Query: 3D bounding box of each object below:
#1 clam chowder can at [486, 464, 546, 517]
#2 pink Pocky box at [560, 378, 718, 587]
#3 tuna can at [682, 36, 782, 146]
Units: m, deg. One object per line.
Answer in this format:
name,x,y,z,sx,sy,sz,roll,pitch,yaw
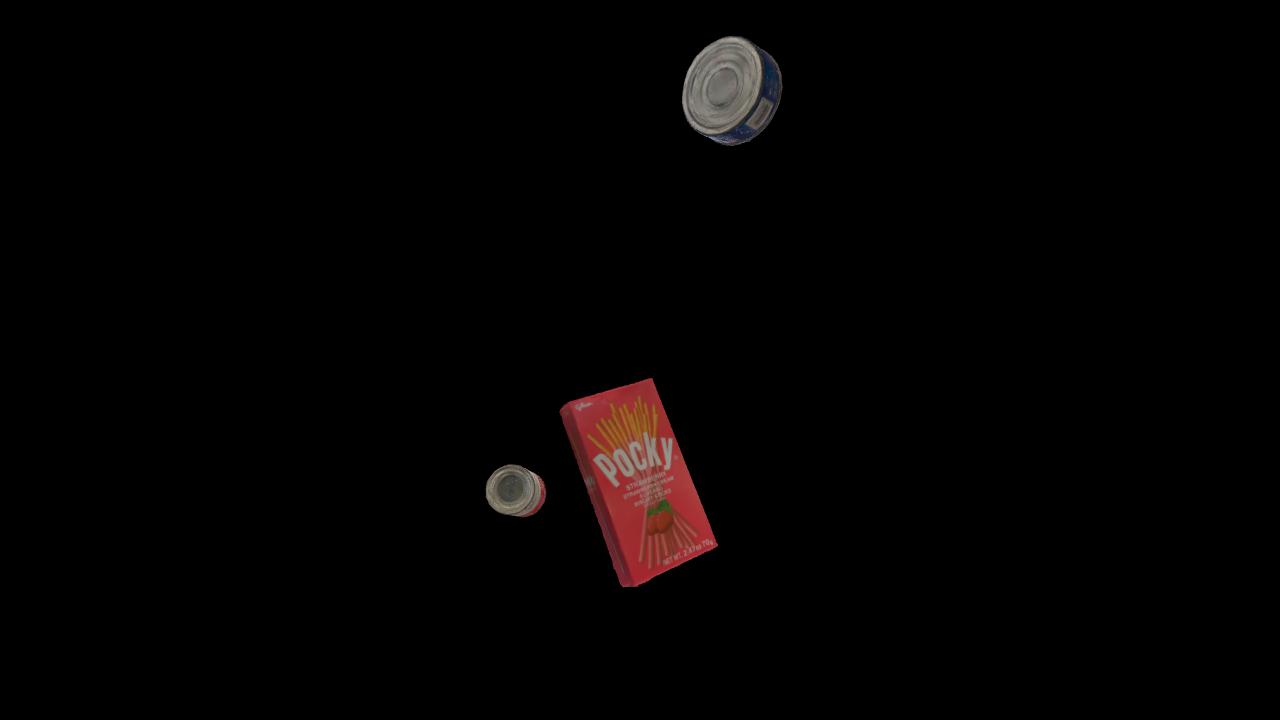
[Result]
clam chowder can,-0.171,0.184,0.857,0.068,0.068,0.102,0,-15,0
pink Pocky box,-0.002,0.098,0.511,0.084,0.155,0.029,-15,-12,-29
tuna can,0.078,-0.233,0.535,0.084,0.084,0.034,0,2,39
